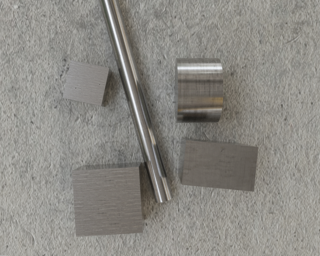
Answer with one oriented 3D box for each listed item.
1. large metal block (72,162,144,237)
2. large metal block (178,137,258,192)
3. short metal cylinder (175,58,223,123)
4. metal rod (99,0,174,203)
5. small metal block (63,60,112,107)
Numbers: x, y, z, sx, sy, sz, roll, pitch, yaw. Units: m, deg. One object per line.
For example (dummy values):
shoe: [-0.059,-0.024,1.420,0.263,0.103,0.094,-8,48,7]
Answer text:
large metal block: [-0.063,0.089,0.397,0.081,0.050,0.080,-3,90,0]
large metal block: [0.067,0.042,0.383,0.080,0.080,0.050,6,90,0]
short metal cylinder: [0.045,-0.046,0.383,0.050,0.080,0.080,0,90,0]
metal rod: [-0.034,-0.049,0.409,0.025,0.025,0.298,-16,90,0]
small metal block: [-0.095,-0.058,0.409,0.050,0.025,0.050,12,90,0]
